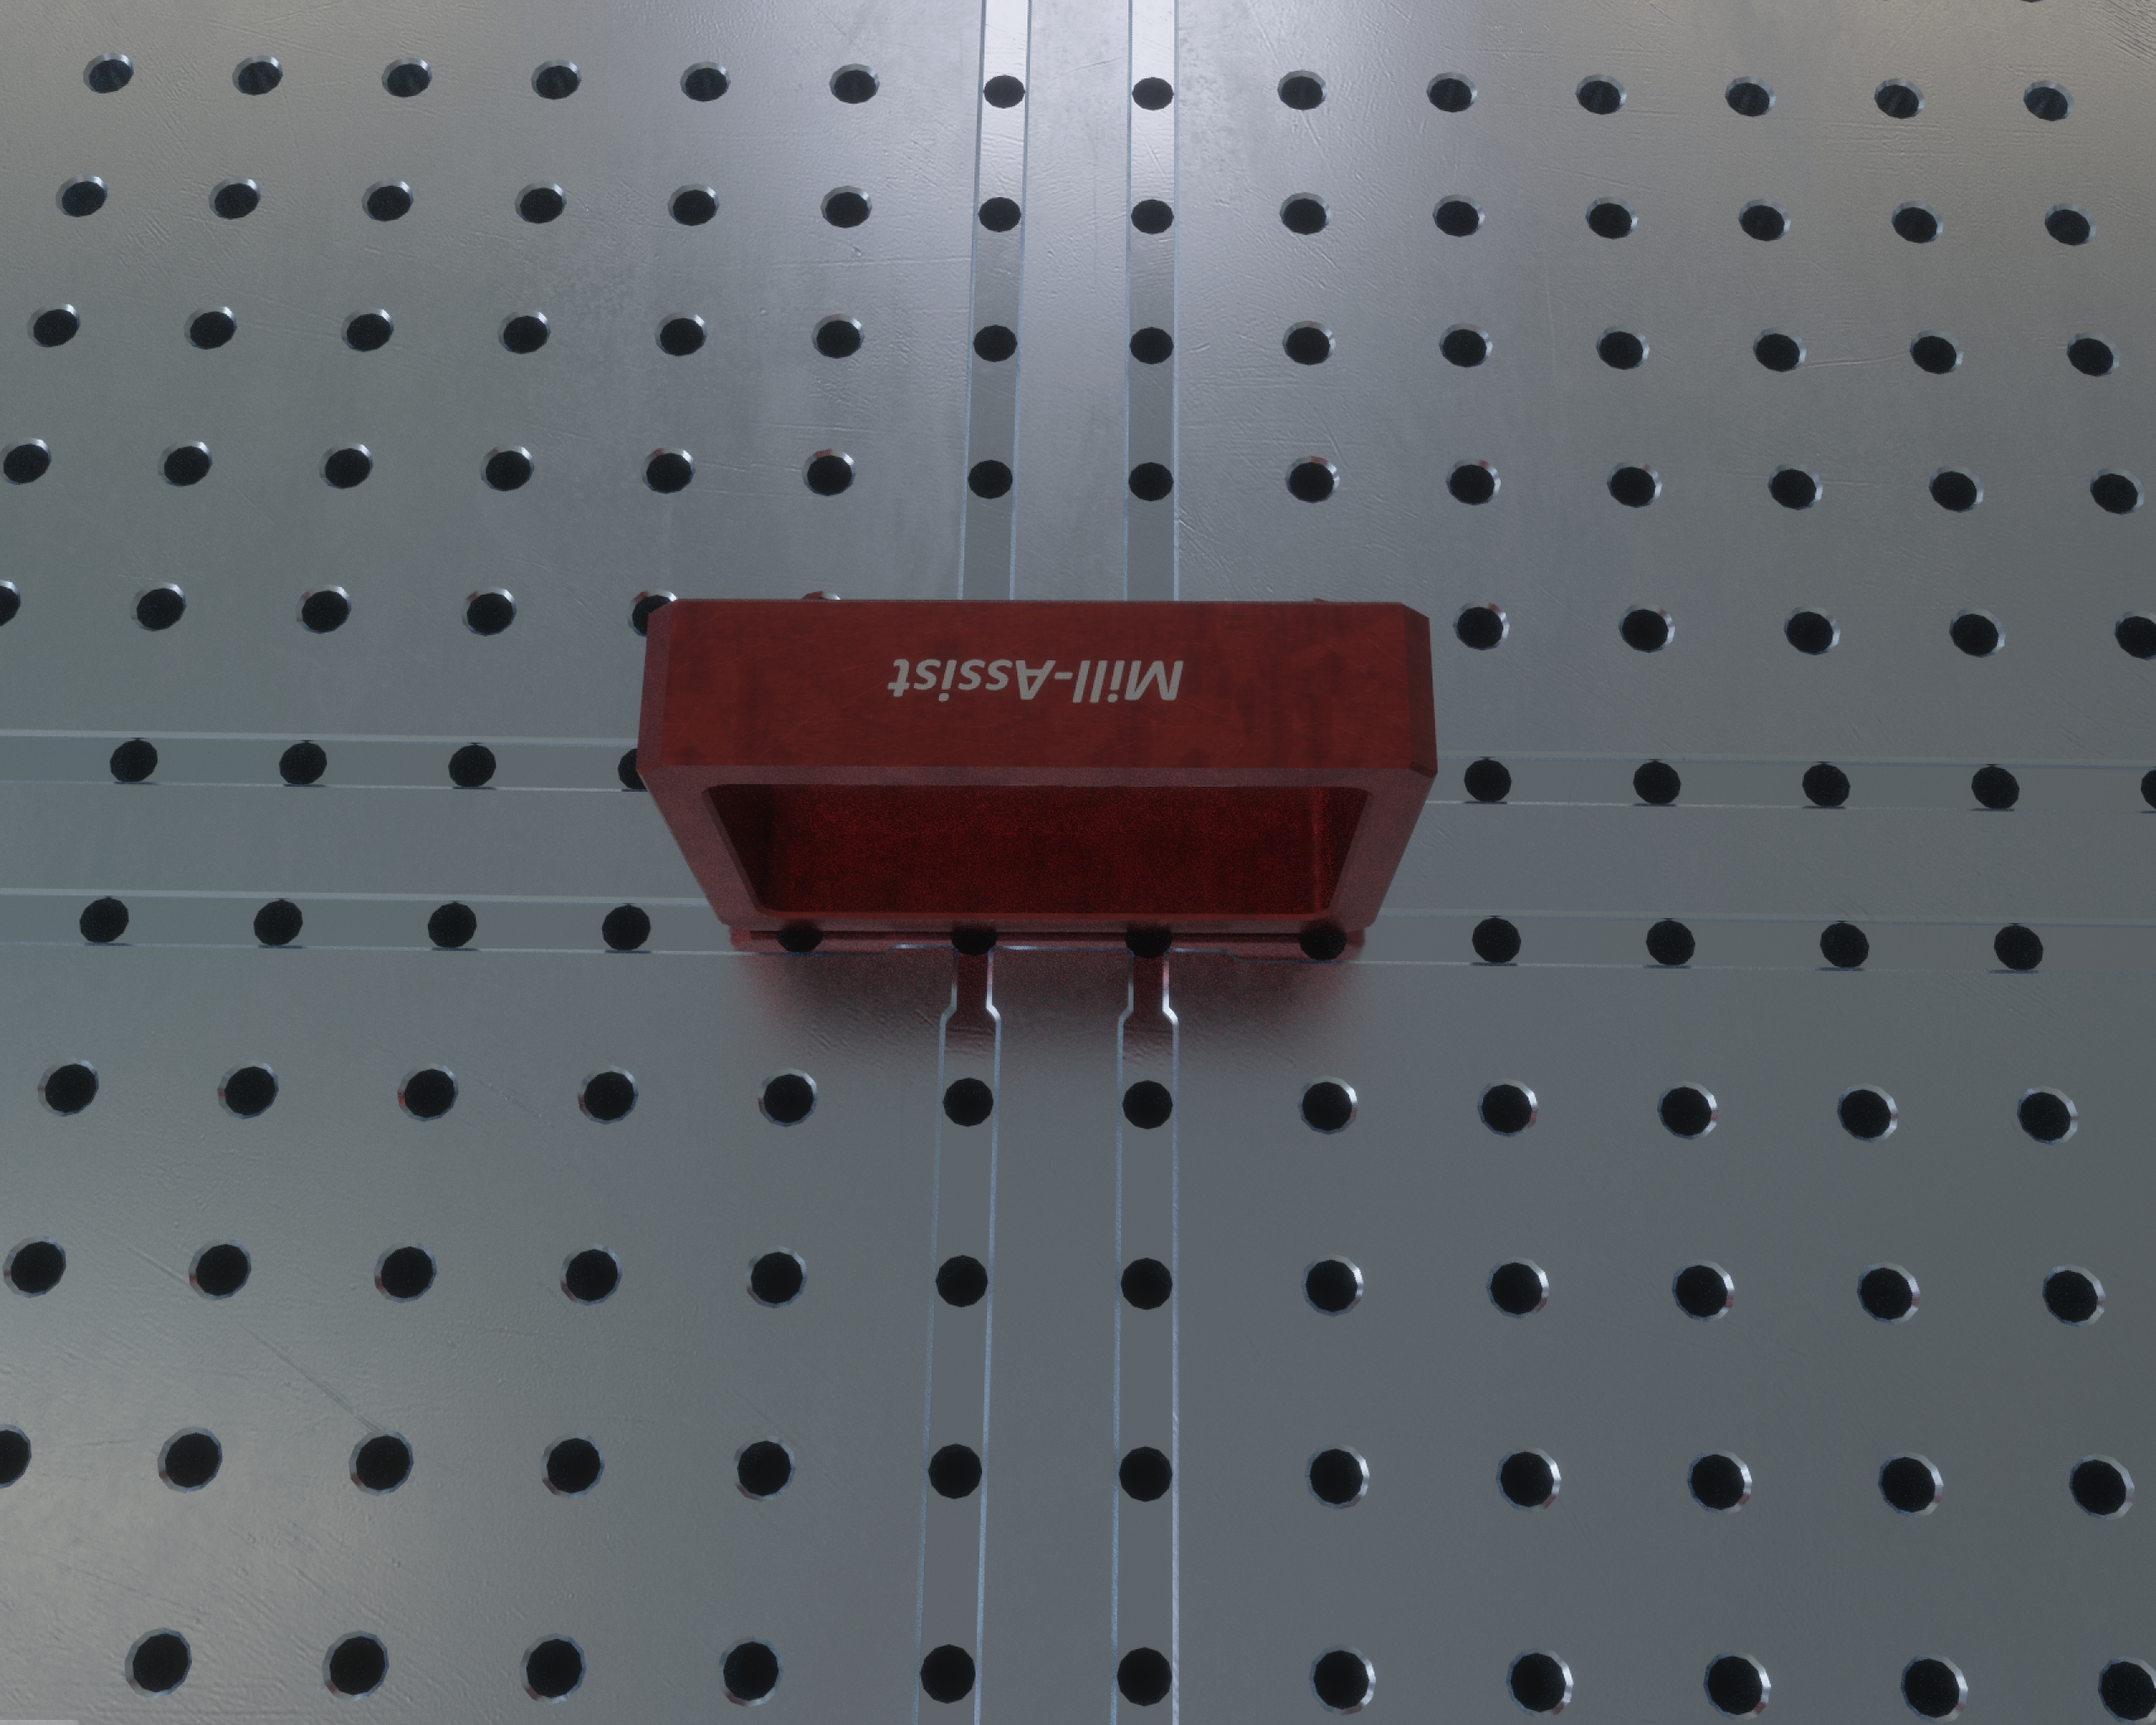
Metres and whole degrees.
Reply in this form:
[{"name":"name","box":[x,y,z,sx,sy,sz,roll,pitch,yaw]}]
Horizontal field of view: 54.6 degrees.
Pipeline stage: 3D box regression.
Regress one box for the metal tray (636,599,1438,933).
[{"name":"metal tray","box":[-0.006,-0.015,0.382,0.131,0.090,0.030,0,70,0]}]
